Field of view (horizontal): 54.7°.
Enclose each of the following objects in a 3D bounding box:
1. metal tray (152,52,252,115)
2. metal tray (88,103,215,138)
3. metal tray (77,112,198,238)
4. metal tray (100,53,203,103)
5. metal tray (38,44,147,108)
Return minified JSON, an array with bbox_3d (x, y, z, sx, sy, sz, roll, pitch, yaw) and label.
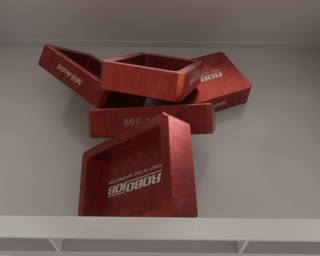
[{"bbox_3d":[0.054,-0.061,0.453,0.131,0.030,0.090,-17,52,-14],"label":"metal tray"},{"bbox_3d":[-0.004,-0.008,0.356,0.131,0.090,0.030,-2,91,12],"label":"metal tray"},{"bbox_3d":[-0.028,0.050,0.292,0.030,0.130,0.090,22,55,-41],"label":"metal tray"},{"bbox_3d":[-0.003,-0.066,0.375,0.090,0.030,0.130,12,20,13],"label":"metal tray"},{"bbox_3d":[-0.090,-0.069,0.426,0.130,0.030,0.091,35,19,25],"label":"metal tray"}]
